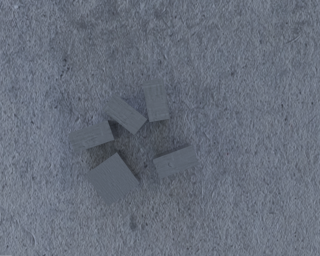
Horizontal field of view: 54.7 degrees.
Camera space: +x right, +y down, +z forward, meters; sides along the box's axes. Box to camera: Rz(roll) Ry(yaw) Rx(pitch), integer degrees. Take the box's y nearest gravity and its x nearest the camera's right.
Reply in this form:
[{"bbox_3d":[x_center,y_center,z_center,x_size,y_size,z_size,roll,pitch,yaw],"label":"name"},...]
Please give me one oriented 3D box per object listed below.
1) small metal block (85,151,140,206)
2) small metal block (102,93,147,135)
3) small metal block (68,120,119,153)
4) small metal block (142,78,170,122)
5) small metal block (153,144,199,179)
[{"bbox_3d":[-0.061,0.066,0.409,0.050,0.025,0.050,-36,90,0],"label":"small metal block"},{"bbox_3d":[-0.043,-0.017,0.397,0.050,0.050,0.025,39,90,0],"label":"small metal block"},{"bbox_3d":[-0.083,0.010,0.397,0.050,0.050,0.025,-19,90,0],"label":"small metal block"},{"bbox_3d":[-0.005,-0.034,0.397,0.025,0.050,0.050,-10,90,0],"label":"small metal block"},{"bbox_3d":[0.019,0.041,0.398,0.050,0.050,0.025,-20,90,0],"label":"small metal block"}]
